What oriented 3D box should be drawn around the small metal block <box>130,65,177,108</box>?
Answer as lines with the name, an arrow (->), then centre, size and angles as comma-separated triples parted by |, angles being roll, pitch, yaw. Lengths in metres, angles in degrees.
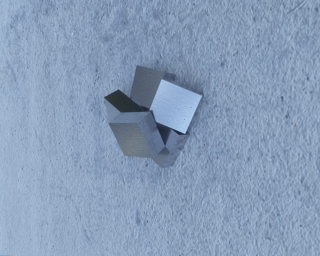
small metal block -> -0.010, -0.053, 0.414 | 0.050, 0.025, 0.050 | 22, 104, 37

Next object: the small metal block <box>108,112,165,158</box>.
small metal block -> -0.028, 0.008, 0.381 | 0.050, 0.025, 0.050 | 0, 123, 39

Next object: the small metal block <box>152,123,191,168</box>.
small metal block -> 0.004, 0.016, 0.402 | 0.050, 0.025, 0.050 | 40, 114, 32

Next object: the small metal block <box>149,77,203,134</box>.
small metal block -> 0.018, -0.028, 0.375 | 0.050, 0.025, 0.050 | 23, 107, 2

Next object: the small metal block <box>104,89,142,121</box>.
small metal block -> -0.050, -0.017, 0.430 | 0.050, 0.025, 0.050 | 40, 150, 31
